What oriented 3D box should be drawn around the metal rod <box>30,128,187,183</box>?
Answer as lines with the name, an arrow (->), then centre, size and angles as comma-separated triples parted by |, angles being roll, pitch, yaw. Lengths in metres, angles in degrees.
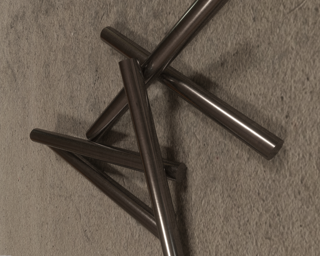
metal rod -> -0.096, 0.034, 0.465 | 0.300, 0.025, 0.025 | 10, 96, 34

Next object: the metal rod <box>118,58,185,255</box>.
metal rod -> -0.003, 0.066, 0.371 | 0.025, 0.025, 0.298 | -10, 94, 39

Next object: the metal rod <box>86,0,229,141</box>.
metal rod -> -0.022, -0.061, 0.390 | 0.299, 0.025, 0.025 | -41, 65, 42

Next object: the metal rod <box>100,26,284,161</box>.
metal rod -> 0.018, -0.060, 0.388 | 0.300, 0.025, 0.025 | 40, 114, 32

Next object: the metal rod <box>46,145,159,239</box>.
metal rod -> -0.099, 0.076, 0.483 | 0.300, 0.025, 0.025 | 28, 108, 36
